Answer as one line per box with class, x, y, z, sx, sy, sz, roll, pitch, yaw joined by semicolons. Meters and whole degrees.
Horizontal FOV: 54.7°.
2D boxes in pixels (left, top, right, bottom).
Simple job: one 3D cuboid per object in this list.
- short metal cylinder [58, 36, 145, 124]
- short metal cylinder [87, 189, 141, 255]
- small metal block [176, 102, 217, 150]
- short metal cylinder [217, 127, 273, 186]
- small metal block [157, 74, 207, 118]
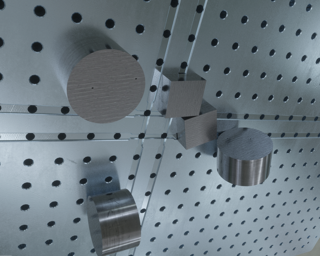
short metal cylinder;-0.062;-0.051;0.329;0.081;0.050;0.079;-14;124;-21
short metal cylinder;-0.064;0.127;0.419;0.050;0.080;0.079;-7;122;-25
small metal block;0.052;-0.003;0.438;0.050;0.025;0.050;-19;126;-18
short metal cylinder;0.127;0.042;0.471;0.081;0.080;0.050;-19;126;-18
small metal block;0.027;-0.042;0.400;0.050;0.025;0.050;-6;121;-26
